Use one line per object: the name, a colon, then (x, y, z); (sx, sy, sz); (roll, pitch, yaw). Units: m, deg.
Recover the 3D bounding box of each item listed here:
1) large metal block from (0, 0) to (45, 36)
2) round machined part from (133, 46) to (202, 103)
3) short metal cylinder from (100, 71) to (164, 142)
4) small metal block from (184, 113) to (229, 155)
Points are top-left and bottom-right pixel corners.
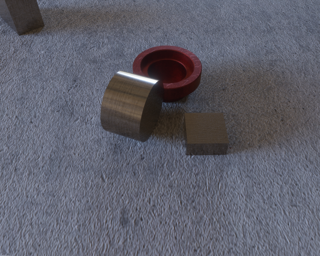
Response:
large metal block: (-0.260, -0.227, 0.555); (0.050, 0.080, 0.080); (-33, 58, -25)
round machined part: (0.010, -0.075, 0.455); (0.099, 0.042, 0.098); (1, 50, 0)
short metal cylinder: (-0.033, -0.027, 0.390); (0.050, 0.080, 0.080); (17, 52, 13)
small metal block: (0.058, 0.007, 0.398); (0.050, 0.025, 0.050); (-1, 50, -1)
